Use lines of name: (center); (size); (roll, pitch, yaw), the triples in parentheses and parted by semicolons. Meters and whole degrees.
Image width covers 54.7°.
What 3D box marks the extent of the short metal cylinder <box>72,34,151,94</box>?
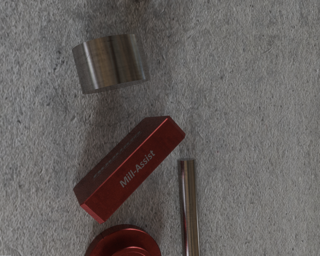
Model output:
short metal cylinder: (-0.056, -0.072, 0.360); (0.081, 0.080, 0.050); (-15, 95, -20)

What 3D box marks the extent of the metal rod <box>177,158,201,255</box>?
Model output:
metal rod: (0.045, 0.192, 0.427); (0.025, 0.025, 0.298); (-4, 91, -20)

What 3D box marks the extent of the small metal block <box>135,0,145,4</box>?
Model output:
small metal block: (-0.023, -0.193, 0.388); (0.025, 0.050, 0.050); (-29, 100, -18)

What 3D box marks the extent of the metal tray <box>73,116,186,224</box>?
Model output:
metal tray: (-0.039, 0.041, 0.360); (0.130, 0.090, 0.030); (-45, 105, -15)

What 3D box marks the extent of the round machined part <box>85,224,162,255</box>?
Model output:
round machined part: (-0.043, 0.174, 0.385); (0.099, 0.042, 0.097); (0, 90, -21)
